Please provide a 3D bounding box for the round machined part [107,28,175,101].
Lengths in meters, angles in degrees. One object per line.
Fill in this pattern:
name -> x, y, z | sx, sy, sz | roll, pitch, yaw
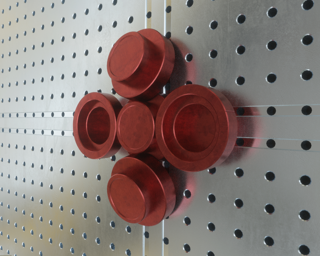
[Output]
round machined part -> -0.032, -0.087, 0.408 | 0.098, 0.042, 0.098 | -15, 66, 37

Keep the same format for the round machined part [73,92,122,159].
round machined part -> -0.084, -0.003, 0.464 | 0.098, 0.042, 0.097 | 0, 90, 39

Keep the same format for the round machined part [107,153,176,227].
round machined part -> -0.031, 0.085, 0.407 | 0.098, 0.042, 0.097 | 14, 113, 36

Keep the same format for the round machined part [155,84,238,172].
round machined part -> 0.045, 0.000, 0.359 | 0.098, 0.042, 0.097 | 0, 90, 39

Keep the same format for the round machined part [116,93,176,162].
round machined part -> -0.020, -0.001, 0.412 | 0.098, 0.042, 0.097 | 0, 90, 39
